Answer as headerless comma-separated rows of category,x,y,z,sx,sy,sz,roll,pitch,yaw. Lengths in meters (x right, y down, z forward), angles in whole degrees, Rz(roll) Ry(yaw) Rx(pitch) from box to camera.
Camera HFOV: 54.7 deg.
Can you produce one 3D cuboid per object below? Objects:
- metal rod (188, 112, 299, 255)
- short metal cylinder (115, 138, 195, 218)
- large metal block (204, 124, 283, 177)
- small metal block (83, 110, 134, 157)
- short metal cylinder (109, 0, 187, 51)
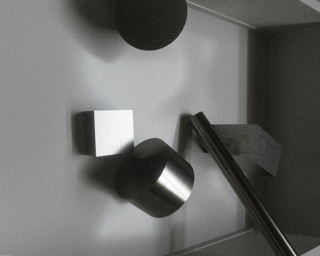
metal rod,0.129,0.106,0.421,0.025,0.025,0.299,-21,72,-39
short metal cylinder,-0.007,0.059,0.367,0.050,0.080,0.080,42,64,-32
large metal block,0.130,0.034,0.483,0.080,0.080,0.050,33,69,-36
small metal block,-0.059,0.005,0.359,0.050,0.025,0.050,-4,93,-40
short metal cylinder,-0.015,-0.136,0.353,0.081,0.050,0.079,-9,128,-12
